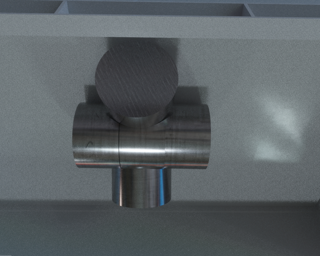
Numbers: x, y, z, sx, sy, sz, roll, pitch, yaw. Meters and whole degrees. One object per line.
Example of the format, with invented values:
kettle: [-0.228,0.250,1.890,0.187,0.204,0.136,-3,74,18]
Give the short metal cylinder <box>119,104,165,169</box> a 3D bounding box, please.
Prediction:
short metal cylinder: [-0.020,0.010,0.379,0.050,0.080,0.079,1,130,-1]

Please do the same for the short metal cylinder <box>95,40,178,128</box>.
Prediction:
short metal cylinder: [-0.023,-0.044,0.324,0.081,0.080,0.050,1,168,-1]

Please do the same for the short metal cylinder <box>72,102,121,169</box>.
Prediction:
short metal cylinder: [-0.071,0.009,0.378,0.050,0.080,0.079,1,130,-1]

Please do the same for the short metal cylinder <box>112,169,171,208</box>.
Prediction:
short metal cylinder: [-0.025,0.071,0.421,0.081,0.080,0.050,0,96,0]

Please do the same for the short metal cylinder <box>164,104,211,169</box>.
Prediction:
short metal cylinder: [0.031,0.010,0.380,0.050,0.080,0.079,1,130,-1]
